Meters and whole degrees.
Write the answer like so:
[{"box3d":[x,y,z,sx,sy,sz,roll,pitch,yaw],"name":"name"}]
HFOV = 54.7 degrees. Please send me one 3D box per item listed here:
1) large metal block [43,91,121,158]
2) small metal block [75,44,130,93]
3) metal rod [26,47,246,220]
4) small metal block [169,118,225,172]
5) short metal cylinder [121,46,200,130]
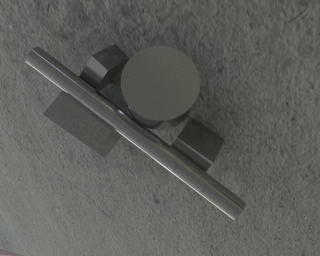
[{"box3d":[-0.096,-0.006,0.414,0.080,0.050,0.080,35,169,4],"name":"large metal block"},{"box3d":[-0.071,-0.072,0.384,0.025,0.050,0.050,44,129,-2],"name":"small metal block"},{"box3d":[-0.030,0.004,0.361,0.300,0.025,0.025,37,129,3],"name":"metal rod"},{"box3d":[0.045,0.021,0.377,0.050,0.050,0.025,35,129,4],"name":"small metal block"},{"box3d":[0.000,-0.041,0.338,0.080,0.080,0.050,34,170,5],"name":"short metal cylinder"}]
